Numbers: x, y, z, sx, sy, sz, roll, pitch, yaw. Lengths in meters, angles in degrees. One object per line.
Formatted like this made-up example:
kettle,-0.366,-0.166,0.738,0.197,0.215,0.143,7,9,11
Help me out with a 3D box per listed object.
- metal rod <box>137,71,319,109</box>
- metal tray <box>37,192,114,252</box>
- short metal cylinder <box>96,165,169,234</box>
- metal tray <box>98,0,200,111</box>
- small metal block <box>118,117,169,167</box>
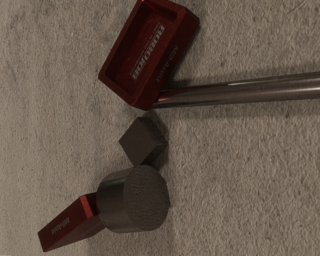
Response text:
metal rod,0.092,-0.039,0.328,0.300,0.025,0.025,-1,90,39
metal tray,-0.103,0.130,0.444,0.129,0.091,0.030,-40,66,32
short metal cylinder,-0.034,0.091,0.395,0.050,0.081,0.080,-20,78,38
metal tray,-0.019,-0.099,0.395,0.090,0.030,0.129,40,104,38
small metal block,-0.023,0.020,0.422,0.050,0.025,0.050,-50,61,28
